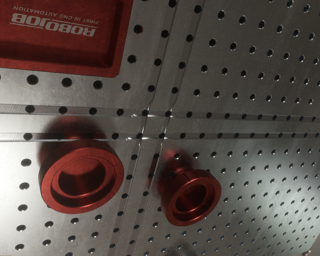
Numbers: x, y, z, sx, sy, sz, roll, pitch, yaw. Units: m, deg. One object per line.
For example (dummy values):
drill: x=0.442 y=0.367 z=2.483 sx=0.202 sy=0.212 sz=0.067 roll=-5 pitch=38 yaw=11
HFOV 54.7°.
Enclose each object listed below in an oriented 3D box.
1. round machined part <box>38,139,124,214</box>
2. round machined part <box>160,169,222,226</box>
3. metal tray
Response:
round machined part: x=-0.098 y=0.055 z=0.382 sx=0.099 sy=0.042 sz=0.097 roll=-14 pitch=125 yaw=-21
round machined part: x=0.045 y=0.105 z=0.492 sx=0.099 sy=0.042 sz=0.097 roll=-14 pitch=125 yaw=-21
metal tray: x=-0.097 y=-0.100 z=0.293 sx=0.131 sy=0.030 sz=0.089 roll=1 pitch=118 yaw=-29
